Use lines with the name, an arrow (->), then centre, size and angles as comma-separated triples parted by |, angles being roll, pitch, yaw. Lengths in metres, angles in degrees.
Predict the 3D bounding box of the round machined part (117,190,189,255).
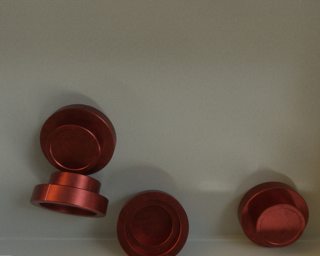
round machined part -> -0.011, 0.137, 0.440 | 0.099, 0.042, 0.097 | 0, 87, -4

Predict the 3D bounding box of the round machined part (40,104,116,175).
round machined part -> -0.109, 0.021, 0.409 | 0.099, 0.042, 0.097 | 0, 110, 0

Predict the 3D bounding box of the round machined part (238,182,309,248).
round machined part -> 0.166, 0.131, 0.447 | 0.099, 0.042, 0.097 | 0, 104, -1

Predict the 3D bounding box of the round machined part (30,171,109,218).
round machined part -> -0.117, 0.089, 0.415 | 0.099, 0.042, 0.098 | 7, 155, 4
